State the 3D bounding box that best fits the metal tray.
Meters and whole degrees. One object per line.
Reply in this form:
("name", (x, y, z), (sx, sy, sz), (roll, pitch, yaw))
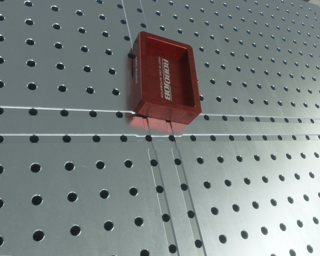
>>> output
("metal tray", (0.008, -0.075, 0.454), (0.091, 0.030, 0.130), (10, 57, -23))
